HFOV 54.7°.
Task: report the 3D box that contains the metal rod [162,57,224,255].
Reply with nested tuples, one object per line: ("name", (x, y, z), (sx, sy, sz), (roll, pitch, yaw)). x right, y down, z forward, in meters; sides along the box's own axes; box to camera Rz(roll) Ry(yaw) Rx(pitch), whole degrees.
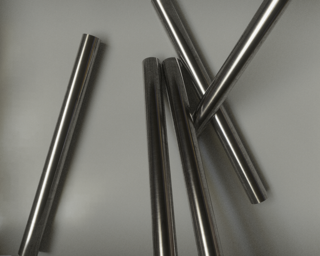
("metal rod", (0.038, 0.048, 0.352), (0.025, 0.025, 0.299), (-10, 66, 0))

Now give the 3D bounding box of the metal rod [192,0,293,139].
("metal rod", (0.101, -0.097, 0.343), (0.025, 0.025, 0.298), (30, 118, 0))

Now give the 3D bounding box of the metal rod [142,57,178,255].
("metal rod", (-0.001, 0.049, 0.351), (0.025, 0.025, 0.299), (-5, 66, 0))

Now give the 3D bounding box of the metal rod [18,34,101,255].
("metal rod", (-0.132, 0.023, 0.410), (0.025, 0.025, 0.298), (16, 90, 0))

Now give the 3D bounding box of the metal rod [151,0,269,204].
("metal rod", (0.066, -0.039, 0.411), (0.025, 0.025, 0.299), (-27, 90, 0))
